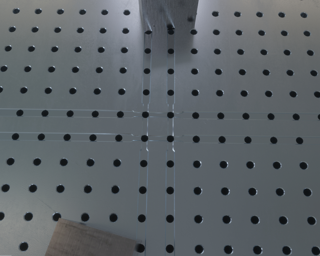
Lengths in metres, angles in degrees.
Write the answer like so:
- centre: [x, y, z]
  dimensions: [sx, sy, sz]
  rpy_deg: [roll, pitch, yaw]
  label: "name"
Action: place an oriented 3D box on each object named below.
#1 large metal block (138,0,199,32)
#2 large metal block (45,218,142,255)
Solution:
- centre: [0.010, -0.191, 0.453]
  dimensions: [0.080, 0.080, 0.050]
  rpy_deg: [-10, 71, -3]
  label: "large metal block"
- centre: [-0.068, 0.135, 0.333]
  dimensions: [0.080, 0.080, 0.050]
  rpy_deg: [15, 71, 5]
  label: "large metal block"
